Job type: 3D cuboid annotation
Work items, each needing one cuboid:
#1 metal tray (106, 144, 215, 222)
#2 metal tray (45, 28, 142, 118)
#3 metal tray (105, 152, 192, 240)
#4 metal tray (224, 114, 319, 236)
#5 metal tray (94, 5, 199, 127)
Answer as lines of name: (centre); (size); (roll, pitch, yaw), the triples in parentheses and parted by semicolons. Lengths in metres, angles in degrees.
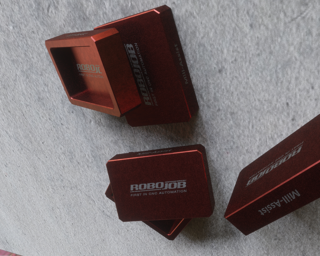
metal tray: (0.001, 0.075, 0.415); (0.130, 0.030, 0.089); (-8, 100, 17)
metal tray: (-0.083, -0.067, 0.370); (0.130, 0.030, 0.089); (15, 130, 48)
metal tray: (-0.013, 0.105, 0.473); (0.130, 0.030, 0.089); (33, 129, 6)
metal tray: (0.130, 0.049, 0.326); (0.030, 0.090, 0.129); (42, 129, -1)
metal tray: (-0.015, -0.067, 0.369); (0.090, 0.030, 0.129); (-5, 116, 30)
